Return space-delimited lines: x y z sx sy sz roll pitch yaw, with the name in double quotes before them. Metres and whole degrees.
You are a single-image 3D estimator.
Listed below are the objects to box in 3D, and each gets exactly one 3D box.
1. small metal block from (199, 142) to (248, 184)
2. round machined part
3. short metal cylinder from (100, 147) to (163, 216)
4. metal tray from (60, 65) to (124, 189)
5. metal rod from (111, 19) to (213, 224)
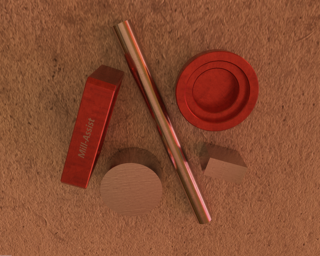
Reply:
"small metal block" 0.082 0.046 0.413 0.050 0.050 0.025 16 109 -6
"round machined part" 0.067 -0.048 0.385 0.099 0.042 0.097 0 110 -1
"short metal cylinder" -0.037 0.072 0.424 0.081 0.050 0.079 0 110 -1
"metal tray" -0.080 -0.004 0.374 0.030 0.090 0.129 17 109 -7
"metal rod" 0.010 0.006 0.414 0.025 0.025 0.299 -21 109 7
